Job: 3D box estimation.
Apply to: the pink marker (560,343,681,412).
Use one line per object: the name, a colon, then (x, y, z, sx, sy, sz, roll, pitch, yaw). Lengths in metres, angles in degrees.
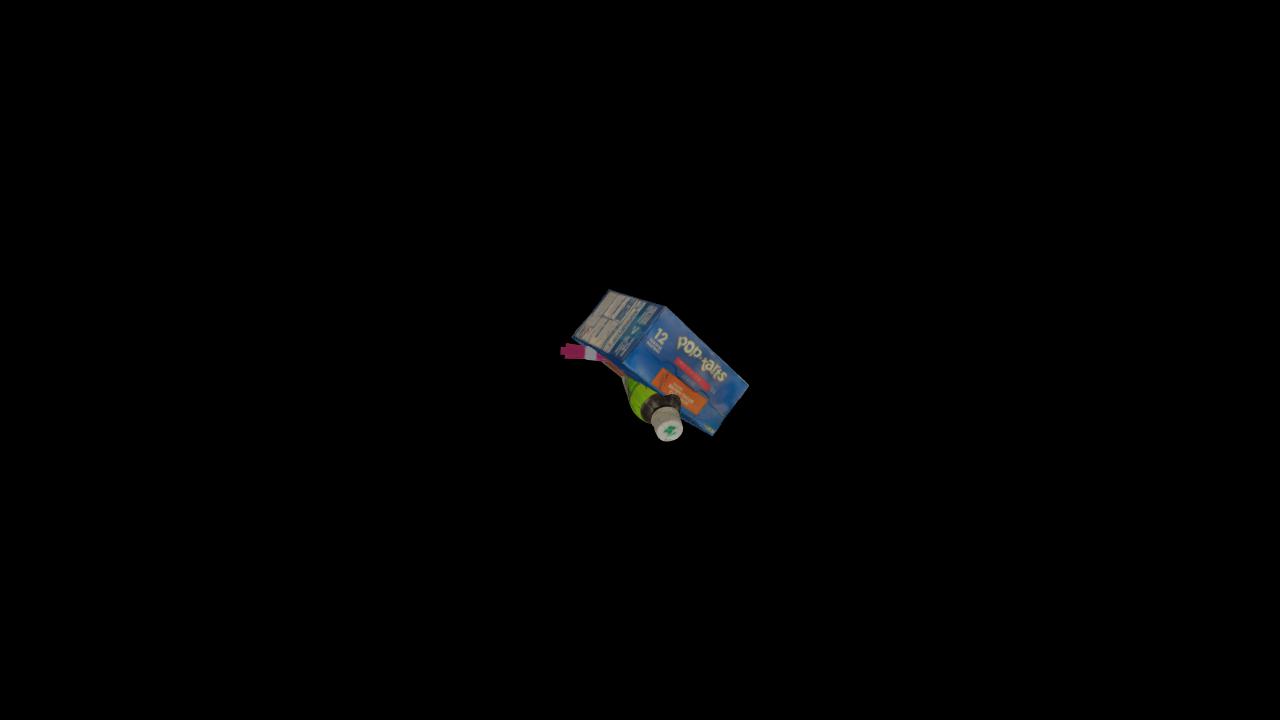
pink marker: (-0.034, -0.006, 0.733, 0.121, 0.020, 0.020, 5, -1, -10)

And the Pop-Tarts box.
Pop-Tarts box: (0.023, 0.002, 0.758, 0.167, 0.083, 0.141, 40, -8, -33)

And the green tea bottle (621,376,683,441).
green tea bottle: (0.012, 0.022, 0.757, 0.073, 0.073, 0.212, 0, 35, -13)
